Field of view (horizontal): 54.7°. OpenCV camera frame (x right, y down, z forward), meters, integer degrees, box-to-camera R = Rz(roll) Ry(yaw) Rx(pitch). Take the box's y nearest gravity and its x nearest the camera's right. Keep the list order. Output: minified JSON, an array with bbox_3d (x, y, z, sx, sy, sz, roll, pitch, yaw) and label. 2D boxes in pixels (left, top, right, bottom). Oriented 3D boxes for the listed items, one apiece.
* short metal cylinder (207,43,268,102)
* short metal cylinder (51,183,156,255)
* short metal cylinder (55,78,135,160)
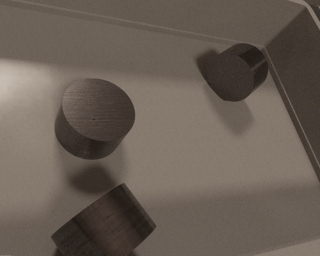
[{"bbox_3d":[0.123,-0.089,0.493,0.080,0.080,0.050,49,51,6],"label":"short metal cylinder"},{"bbox_3d":[-0.051,0.095,0.286,0.081,0.080,0.050,-32,80,-38],"label":"short metal cylinder"},{"bbox_3d":[-0.075,-0.010,0.356,0.081,0.050,0.080,14,56,-21],"label":"short metal cylinder"}]
